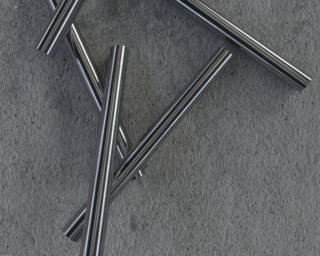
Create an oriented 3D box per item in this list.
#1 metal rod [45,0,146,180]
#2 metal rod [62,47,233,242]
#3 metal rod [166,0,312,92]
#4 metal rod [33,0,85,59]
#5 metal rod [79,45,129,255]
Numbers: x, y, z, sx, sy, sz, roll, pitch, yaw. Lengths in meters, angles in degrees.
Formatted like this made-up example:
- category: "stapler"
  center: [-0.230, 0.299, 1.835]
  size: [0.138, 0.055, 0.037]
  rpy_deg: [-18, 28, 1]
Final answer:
- category: "metal rod"
  center: [-0.093, -0.071, 0.409]
  size: [0.025, 0.025, 0.299]
  rpy_deg: [-25, 90, 0]
- category: "metal rod"
  center: [-0.010, 0.015, 0.389]
  size: [0.025, 0.025, 0.300]
  rpy_deg: [41, 82, 0]
- category: "metal rod"
  center: [0.068, -0.143, 0.410]
  size: [0.301, 0.025, 0.025]
  rpy_deg: [34, 90, 0]
- category: "metal rod"
  center: [-0.076, -0.224, 0.393]
  size: [0.025, 0.025, 0.299]
  rpy_deg: [26, 84, 0]
- category: "metal rod"
  center: [-0.065, 0.038, 0.364]
  size: [0.025, 0.025, 0.299]
  rpy_deg: [5, 72, 0]
